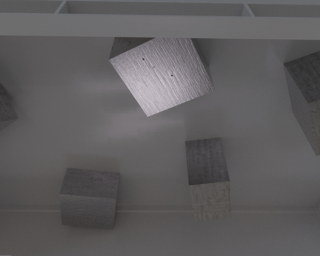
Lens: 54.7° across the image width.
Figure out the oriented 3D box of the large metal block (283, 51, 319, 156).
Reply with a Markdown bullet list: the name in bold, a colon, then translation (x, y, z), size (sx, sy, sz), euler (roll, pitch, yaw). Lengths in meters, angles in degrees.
- **large metal block**: translation (0.183, -0.029, 0.349), size (0.050, 0.080, 0.080), euler (-18, 128, 15)

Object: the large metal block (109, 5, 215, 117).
- **large metal block**: translation (0.004, -0.069, 0.334), size (0.080, 0.050, 0.080), euler (-21, 127, 17)

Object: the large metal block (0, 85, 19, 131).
- **large metal block**: translation (-0.229, -0.009, 0.353), size (0.080, 0.080, 0.050), euler (-28, 89, 22)

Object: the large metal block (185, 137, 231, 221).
- **large metal block**: translation (0.067, 0.072, 0.434), size (0.050, 0.080, 0.080), euler (-7, 130, 6)

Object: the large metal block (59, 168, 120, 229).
- **large metal block**: translation (-0.109, 0.112, 0.487), size (0.081, 0.050, 0.079), euler (7, 130, -6)
